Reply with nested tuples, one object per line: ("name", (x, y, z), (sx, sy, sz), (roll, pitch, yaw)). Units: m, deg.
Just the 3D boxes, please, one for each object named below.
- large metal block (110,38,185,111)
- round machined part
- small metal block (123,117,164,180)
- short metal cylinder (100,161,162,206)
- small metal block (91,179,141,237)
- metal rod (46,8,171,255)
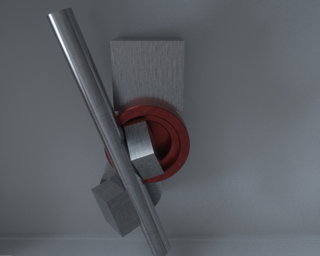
("large metal block", (-0.014, -0.065, 0.371), (0.081, 0.050, 0.079), (0, 110, -1))
("round machined part", (-0.015, 0.014, 0.374), (0.099, 0.042, 0.097), (0, 110, -1))
("small metal block", (-0.018, 0.024, 0.354), (0.025, 0.050, 0.050), (-19, 144, 3))
("short metal cylinder", (-0.038, 0.071, 0.423), (0.081, 0.050, 0.079), (0, 110, -1))
("small metal block", (-0.054, 0.096, 0.375), (0.025, 0.050, 0.050), (-29, 111, -25))
("metal rod", (-0.047, 0.022, 0.343), (0.025, 0.025, 0.298), (-18, 109, 6))
